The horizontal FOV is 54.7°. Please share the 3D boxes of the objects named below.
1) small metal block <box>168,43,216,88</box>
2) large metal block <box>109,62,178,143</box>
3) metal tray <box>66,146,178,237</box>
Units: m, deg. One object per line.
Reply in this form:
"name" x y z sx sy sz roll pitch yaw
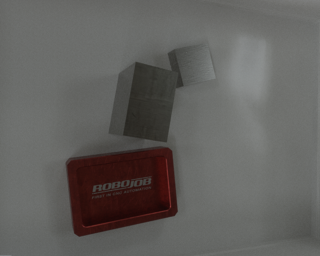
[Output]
"small metal block" 0.044 -0.086 0.428 0.050 0.025 0.050 -16 96 -20
"large metal block" -0.023 -0.028 0.374 0.050 0.080 0.080 11 87 -20
"metal tray" -0.046 0.076 0.391 0.131 0.030 0.089 -6 92 -20
